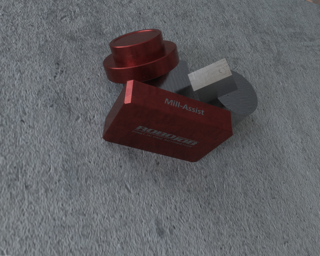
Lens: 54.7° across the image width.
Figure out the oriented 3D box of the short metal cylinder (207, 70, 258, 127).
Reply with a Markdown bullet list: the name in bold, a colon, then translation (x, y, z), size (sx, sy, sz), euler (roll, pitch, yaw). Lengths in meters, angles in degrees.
- **short metal cylinder**: translation (0.099, -0.042, 0.469), size (0.081, 0.050, 0.080), euler (14, 56, -21)

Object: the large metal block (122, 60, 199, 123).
- **large metal block**: translation (0.000, -0.047, 0.419), size (0.081, 0.050, 0.080), euler (-2, 63, -29)

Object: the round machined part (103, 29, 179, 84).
- **round machined part**: translation (-0.027, -0.098, 0.402), size (0.099, 0.098, 0.042), euler (-42, 131, -39)

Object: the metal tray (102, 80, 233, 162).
- **metal tray**: translation (0.008, -0.002, 0.368), size (0.131, 0.090, 0.030), euler (16, 56, -20)

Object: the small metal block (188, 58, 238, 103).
- **small metal block**: translation (0.070, -0.060, 0.405), size (0.050, 0.050, 0.025), euler (33, 37, -64)
